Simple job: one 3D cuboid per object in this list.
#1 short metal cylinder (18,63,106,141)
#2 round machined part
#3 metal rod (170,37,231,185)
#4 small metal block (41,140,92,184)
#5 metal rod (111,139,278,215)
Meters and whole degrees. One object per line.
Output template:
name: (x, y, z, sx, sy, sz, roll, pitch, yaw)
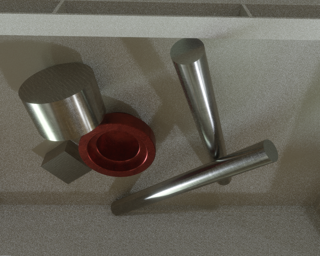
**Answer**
short metal cylinder: (-0.106, -0.031, 0.345, 0.080, 0.080, 0.050, -7, 130, 5)
round machined part: (-0.055, 0.018, 0.412, 0.099, 0.042, 0.097, -1, 130, 0)
metal rod: (0.059, 0.011, 0.350, 0.025, 0.025, 0.300, -13, 151, 10)
small metal block: (-0.133, 0.050, 0.449, 0.050, 0.025, 0.050, -31, 124, 23)
metal rod: (0.021, 0.079, 0.423, 0.025, 0.025, 0.299, 33, 139, -25)
